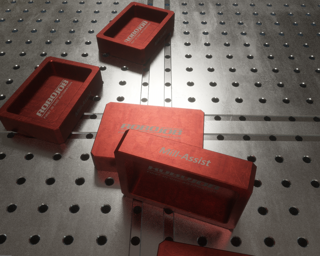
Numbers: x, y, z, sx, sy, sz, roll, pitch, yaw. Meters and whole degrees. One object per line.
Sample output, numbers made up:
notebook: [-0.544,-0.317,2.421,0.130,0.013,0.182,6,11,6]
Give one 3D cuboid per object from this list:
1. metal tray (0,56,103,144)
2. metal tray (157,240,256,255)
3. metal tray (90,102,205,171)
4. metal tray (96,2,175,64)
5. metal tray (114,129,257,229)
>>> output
metal tray: [-0.150,-0.045,0.439,0.090,0.030,0.130,14,51,11]
metal tray: [0.056,0.158,0.272,0.131,0.030,0.090,8,50,6]
metal tray: [-0.011,0.013,0.393,0.131,0.030,0.090,5,50,4]
metal tray: [-0.040,-0.172,0.547,0.090,0.030,0.130,20,53,15]
metal tray: [0.023,0.055,0.319,0.131,0.089,0.030,15,52,12]
